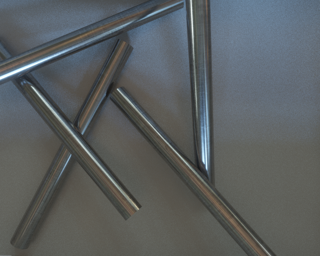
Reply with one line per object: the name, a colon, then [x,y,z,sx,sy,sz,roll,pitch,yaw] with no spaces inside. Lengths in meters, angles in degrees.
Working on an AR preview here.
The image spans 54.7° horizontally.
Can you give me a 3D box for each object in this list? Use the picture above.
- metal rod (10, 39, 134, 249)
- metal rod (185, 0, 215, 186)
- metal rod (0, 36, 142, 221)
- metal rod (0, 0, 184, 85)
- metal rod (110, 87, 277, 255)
metal rod: [-0.116,0.021,0.410,0.025,0.025,0.299,28,90,0]
metal rod: [0.047,-0.051,0.352,0.025,0.025,0.298,-6,115,0]
metal rod: [-0.129,-0.010,0.388,0.025,0.025,0.300,-42,81,0]
metal rod: [-0.108,-0.106,0.387,0.302,0.025,0.025,-26,90,-10]
metal rod: [0.042,0.063,0.381,0.025,0.025,0.300,-42,78,0]
